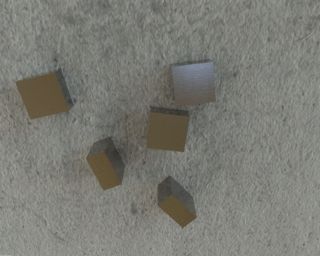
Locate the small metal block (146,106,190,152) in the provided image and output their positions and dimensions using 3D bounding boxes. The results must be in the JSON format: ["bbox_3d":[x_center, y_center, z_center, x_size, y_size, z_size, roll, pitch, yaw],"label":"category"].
[{"bbox_3d":[0.010,0.002,0.411,0.050,0.025,0.050,7,110,-3],"label":"small metal block"}]

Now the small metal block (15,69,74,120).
[{"bbox_3d":[-0.145,-0.043,0.392,0.050,0.025,0.050,-13,110,4],"label":"small metal block"}]

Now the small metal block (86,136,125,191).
[{"bbox_3d":[-0.071,0.046,0.413,0.025,0.050,0.050,-21,109,7],"label":"small metal block"}]

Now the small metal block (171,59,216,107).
[{"bbox_3d":[0.042,-0.057,0.389,0.050,0.025,0.050,-7,110,2],"label":"small metal block"}]

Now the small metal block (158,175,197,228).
[{"bbox_3d":[0.023,0.102,0.435,0.025,0.050,0.050,-41,105,13],"label":"small metal block"}]
